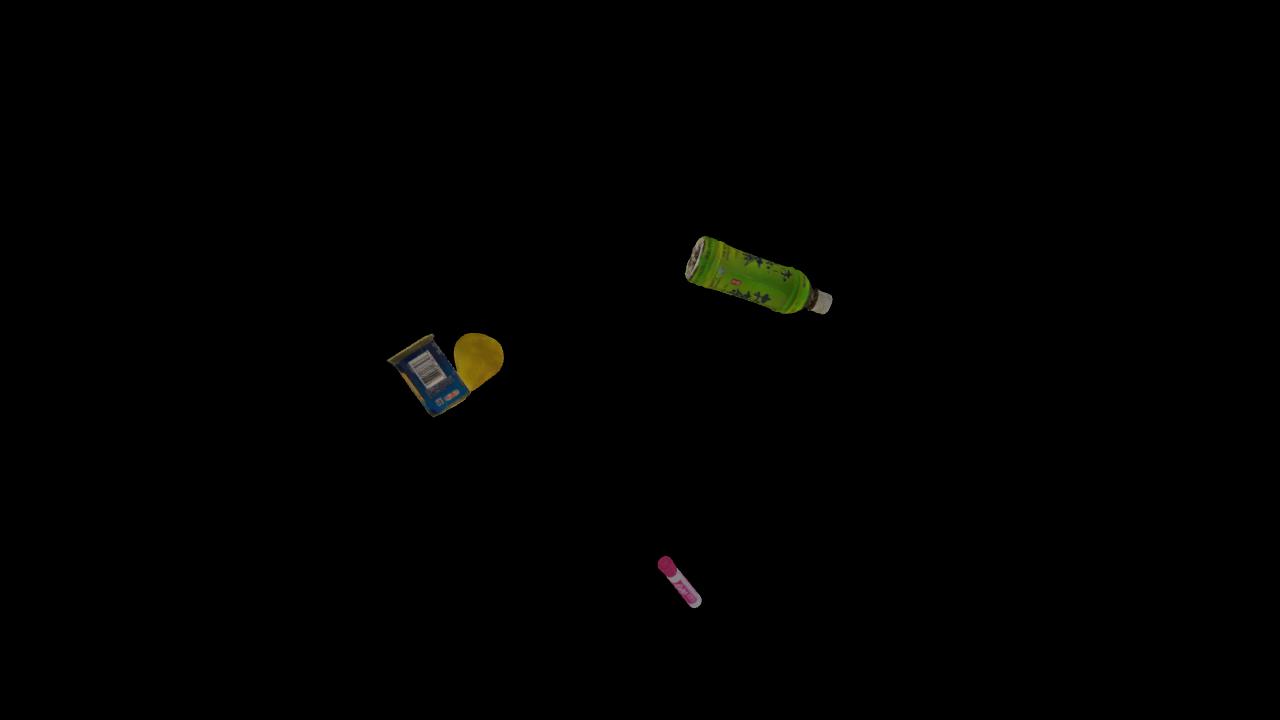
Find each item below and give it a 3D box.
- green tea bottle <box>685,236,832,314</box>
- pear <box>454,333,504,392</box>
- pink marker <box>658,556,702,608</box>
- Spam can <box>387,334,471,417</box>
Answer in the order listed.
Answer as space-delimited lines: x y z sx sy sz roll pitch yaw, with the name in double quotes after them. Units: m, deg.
0.174 -0.113 0.878 0.212 0.073 0.073 16 -3 -11 "green tea bottle"
-0.259 0.015 0.968 0.080 0.111 0.080 8 -17 3 "pear"
0.050 0.276 0.763 0.020 0.020 0.121 0 -41 29 "pink marker"
-0.255 0.019 0.745 0.058 0.085 0.101 -36 14 -19 "Spam can"
